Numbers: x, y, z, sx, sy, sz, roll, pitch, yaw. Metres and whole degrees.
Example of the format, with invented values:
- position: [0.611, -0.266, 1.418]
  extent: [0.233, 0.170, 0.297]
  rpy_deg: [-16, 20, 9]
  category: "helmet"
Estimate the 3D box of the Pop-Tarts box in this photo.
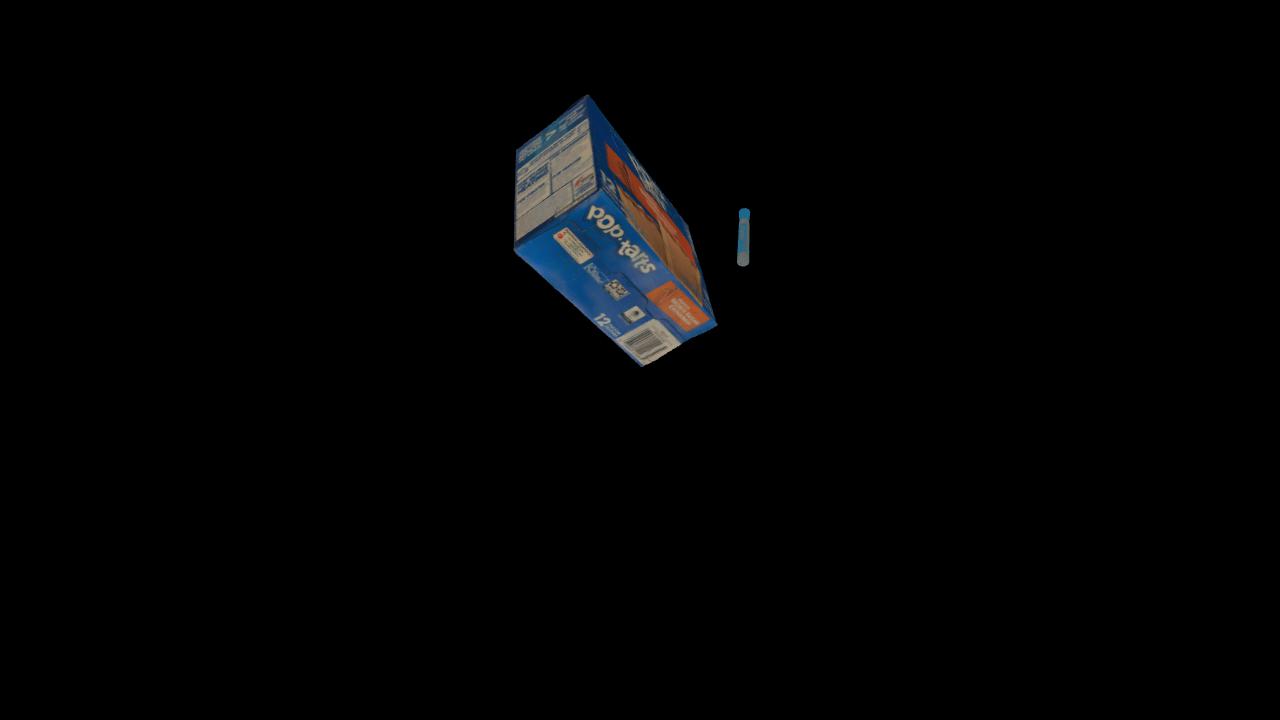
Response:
- position: [-0.020, -0.103, 0.514]
  extent: [0.083, 0.141, 0.167]
  rpy_deg: [-28, -45, 19]
  category: "Pop-Tarts box"

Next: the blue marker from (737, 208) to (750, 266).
- position: [0.167, -0.200, 0.989]
  extent: [0.020, 0.121, 0.020]
  rpy_deg: [6, -35, 4]
  category: "blue marker"
